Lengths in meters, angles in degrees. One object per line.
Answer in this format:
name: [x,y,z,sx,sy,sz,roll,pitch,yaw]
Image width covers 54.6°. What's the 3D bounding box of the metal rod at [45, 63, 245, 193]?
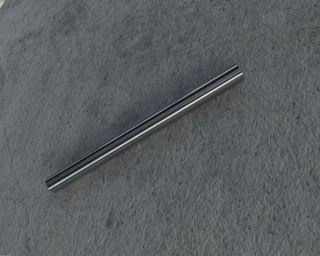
metal rod: [-0.025,0.004,0.417,0.300,0.025,0.025,-31,52,8]
